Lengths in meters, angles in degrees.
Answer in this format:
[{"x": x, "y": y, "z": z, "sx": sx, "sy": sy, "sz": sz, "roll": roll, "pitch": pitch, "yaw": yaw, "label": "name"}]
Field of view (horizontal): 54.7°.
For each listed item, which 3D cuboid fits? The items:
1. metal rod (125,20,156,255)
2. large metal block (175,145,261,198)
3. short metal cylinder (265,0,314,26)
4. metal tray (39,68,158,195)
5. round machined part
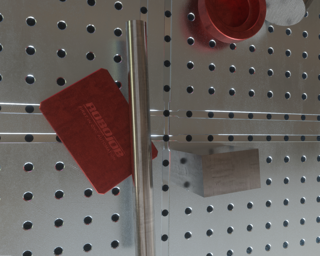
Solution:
[{"x": -0.023, "y": 0.024, "z": 0.372, "sx": 0.025, "sy": 0.025, "sz": 0.298, "roll": -3, "pitch": 91, "yaw": -20, "label": "metal rod"}, {"x": 0.074, "y": 0.053, "z": 0.412, "sx": 0.081, "sy": 0.080, "sz": 0.050, "roll": -5, "pitch": 92, "yaw": -20, "label": "large metal block"}, {"x": 0.184, "y": -0.197, "z": 0.453, "sx": 0.080, "sy": 0.080, "sz": 0.050, "roll": 37, "pitch": 78, "yaw": -17, "label": "short metal cylinder"}, {"x": -0.074, "y": 0.004, "z": 0.383, "sx": 0.090, "sy": 0.030, "sz": 0.130, "roll": -35, "pitch": 102, "yaw": -17, "label": "metal tray"}, {"x": 0.098, "y": -0.169, "z": 0.441, "sx": 0.099, "sy": 0.042, "sz": 0.097, "roll": 0, "pitch": 90, "yaw": -20, "label": "round machined part"}]
